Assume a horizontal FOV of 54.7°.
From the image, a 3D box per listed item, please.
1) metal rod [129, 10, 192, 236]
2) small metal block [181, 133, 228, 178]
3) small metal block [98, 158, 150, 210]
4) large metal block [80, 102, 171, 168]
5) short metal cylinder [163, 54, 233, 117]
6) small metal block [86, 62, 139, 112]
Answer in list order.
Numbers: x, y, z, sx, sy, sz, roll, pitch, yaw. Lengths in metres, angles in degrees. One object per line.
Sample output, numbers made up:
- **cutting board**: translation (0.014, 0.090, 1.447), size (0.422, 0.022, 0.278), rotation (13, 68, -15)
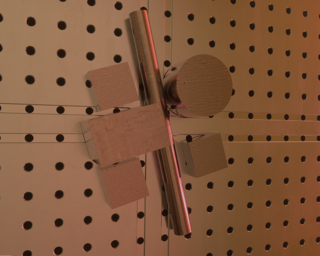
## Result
- **metal rod**: translation (0.002, -0.004, 0.414), size (0.025, 0.025, 0.298), rotation (-13, 95, -20)
- **small metal block**: translation (0.063, 0.037, 0.437), size (0.050, 0.025, 0.050), rotation (-16, 96, -20)
- **small metal block**: translation (-0.047, 0.069, 0.396), size (0.050, 0.025, 0.050), rotation (-17, 96, -20)
- **large metal block**: translation (-0.044, 0.006, 0.366), size (0.081, 0.080, 0.050), rotation (-16, 96, -20)
- **short metal cylinder**: translation (0.049, -0.055, 0.418), size (0.081, 0.050, 0.079), rotation (0, 90, -21)
- **small metal block**: translation (-0.060, -0.051, 0.391), size (0.050, 0.025, 0.050), rotation (-19, 97, -19)
